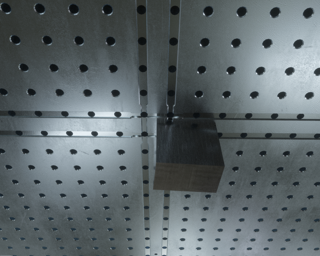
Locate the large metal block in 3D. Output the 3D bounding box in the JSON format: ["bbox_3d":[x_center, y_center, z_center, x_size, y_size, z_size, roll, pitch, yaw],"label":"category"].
[{"bbox_3d":[0.034,0.035,0.405,0.080,0.080,0.050,4,130,-3],"label":"large metal block"}]
